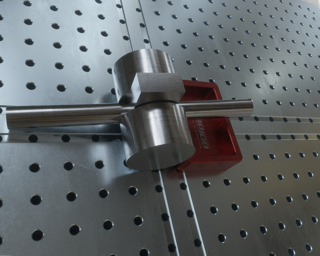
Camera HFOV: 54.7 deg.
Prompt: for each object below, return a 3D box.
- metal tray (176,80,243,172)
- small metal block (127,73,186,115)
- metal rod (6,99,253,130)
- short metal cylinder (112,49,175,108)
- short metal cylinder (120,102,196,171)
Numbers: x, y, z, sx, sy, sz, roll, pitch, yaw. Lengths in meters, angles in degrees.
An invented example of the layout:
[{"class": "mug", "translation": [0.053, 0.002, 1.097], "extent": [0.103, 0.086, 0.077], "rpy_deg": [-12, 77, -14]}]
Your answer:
[{"class": "metal tray", "translation": [0.055, -0.006, 0.438], "extent": [0.091, 0.030, 0.130], "rpy_deg": [1, 61, -28]}, {"class": "small metal block", "translation": [-0.006, -0.037, 0.351], "extent": [0.050, 0.050, 0.025], "rpy_deg": [-4, 63, -21]}, {"class": "metal rod", "translation": [-0.019, -0.019, 0.379], "extent": [0.303, 0.025, 0.025], "rpy_deg": [-3, 63, -20]}, {"class": "short metal cylinder", "translation": [-0.017, -0.055, 0.395], "extent": [0.081, 0.080, 0.050], "rpy_deg": [1, 62, -28]}, {"class": "short metal cylinder", "translation": [-0.003, 0.012, 0.363], "extent": [0.081, 0.080, 0.050], "rpy_deg": [1, 61, -28]}]
